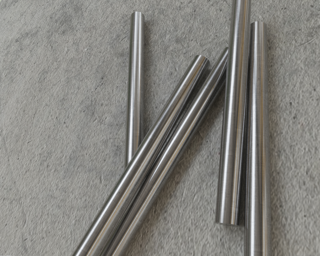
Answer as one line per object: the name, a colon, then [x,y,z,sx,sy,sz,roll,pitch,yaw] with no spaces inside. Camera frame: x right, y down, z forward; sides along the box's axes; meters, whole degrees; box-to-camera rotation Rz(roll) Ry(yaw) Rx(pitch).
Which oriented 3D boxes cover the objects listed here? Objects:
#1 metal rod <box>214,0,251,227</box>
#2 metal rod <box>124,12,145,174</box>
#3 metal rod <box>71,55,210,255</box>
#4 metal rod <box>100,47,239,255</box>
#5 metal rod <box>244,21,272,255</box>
metal rod: [0.089,-0.041,0.363,0.025,0.025,0.299,-2,66,27]
metal rod: [-0.036,-0.066,0.461,0.025,0.025,0.299,-14,56,20]
metal rod: [-0.013,0.027,0.371,0.025,0.025,0.300,15,62,34]
metal rod: [0.019,0.024,0.377,0.025,0.025,0.300,22,73,35]
metal rod: [0.109,-0.003,0.347,0.025,0.025,0.299,-5,59,25]
